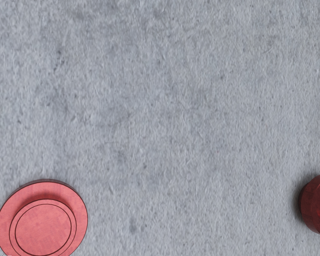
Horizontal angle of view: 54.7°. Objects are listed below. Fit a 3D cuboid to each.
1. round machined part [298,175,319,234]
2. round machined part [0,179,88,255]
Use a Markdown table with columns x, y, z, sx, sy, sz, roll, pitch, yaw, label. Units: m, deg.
| x | y | z | sx | sy | sz | roll | pitch | yaw | label |
| --- | --- | --- | --- | --- | --- | --- | --- | --- | --- |
| 0.265 | 0.122 | 0.501 | 0.099 | 0.042 | 0.097 | 0 | 90 | -21 | round machined part |
| -0.132 | 0.110 | 0.352 | 0.099 | 0.042 | 0.097 | 0 | 90 | -21 | round machined part |
